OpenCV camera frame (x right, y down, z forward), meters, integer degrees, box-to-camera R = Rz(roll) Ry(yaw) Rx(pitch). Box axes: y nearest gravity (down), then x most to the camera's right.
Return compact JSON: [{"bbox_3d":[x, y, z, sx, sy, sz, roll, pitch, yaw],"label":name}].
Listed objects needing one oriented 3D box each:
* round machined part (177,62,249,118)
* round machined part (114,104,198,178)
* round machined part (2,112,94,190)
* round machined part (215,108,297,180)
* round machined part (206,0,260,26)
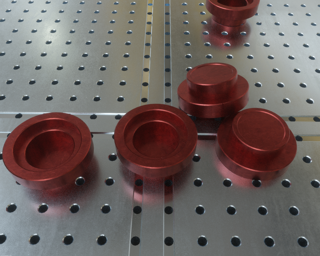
[{"bbox_3d":[0.072,-0.058,0.428,0.099,0.042,0.098,-7,34,5],"label":"round machined part"},{"bbox_3d":[-0.005,0.019,0.380,0.099,0.042,0.098,0,50,0],"label":"round machined part"},{"bbox_3d":[-0.128,0.031,0.369,0.099,0.042,0.098,0,50,0],"label":"round machined part"},{"bbox_3d":[0.121,0.013,0.388,0.099,0.042,0.098,0,50,0],"label":"round machined part"},{"bbox_3d":[0.137,-0.232,0.593,0.099,0.042,0.098,0,50,0],"label":"round machined part"}]
